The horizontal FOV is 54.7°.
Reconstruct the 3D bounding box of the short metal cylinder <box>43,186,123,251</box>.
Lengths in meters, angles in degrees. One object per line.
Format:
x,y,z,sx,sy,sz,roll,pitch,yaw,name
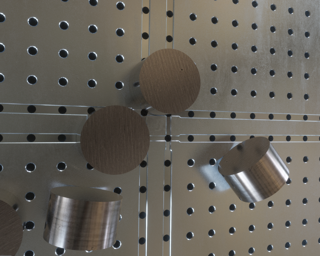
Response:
-0.086,0.099,0.352,0.081,0.080,0.050,9,87,-20,short metal cylinder

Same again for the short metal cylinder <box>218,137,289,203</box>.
0.129,0.057,0.431,0.080,0.080,0.050,-41,103,-15,short metal cylinder

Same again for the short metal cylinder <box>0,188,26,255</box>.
-0.188,0.107,0.330,0.081,0.050,0.079,0,90,-20,short metal cylinder

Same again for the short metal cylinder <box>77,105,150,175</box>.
-0.058,0.014,0.378,0.081,0.050,0.079,0,90,-20,short metal cylinder

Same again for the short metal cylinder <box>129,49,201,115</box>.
0.005,-0.057,0.401,0.081,0.050,0.079,0,90,-20,short metal cylinder
